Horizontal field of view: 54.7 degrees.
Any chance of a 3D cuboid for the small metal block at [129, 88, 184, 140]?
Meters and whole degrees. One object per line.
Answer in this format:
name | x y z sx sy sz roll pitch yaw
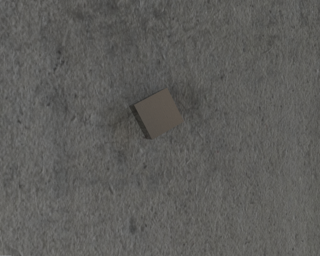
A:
small metal block | -0.005 -0.019 0.408 0.050 0.025 0.050 -30 100 -18
